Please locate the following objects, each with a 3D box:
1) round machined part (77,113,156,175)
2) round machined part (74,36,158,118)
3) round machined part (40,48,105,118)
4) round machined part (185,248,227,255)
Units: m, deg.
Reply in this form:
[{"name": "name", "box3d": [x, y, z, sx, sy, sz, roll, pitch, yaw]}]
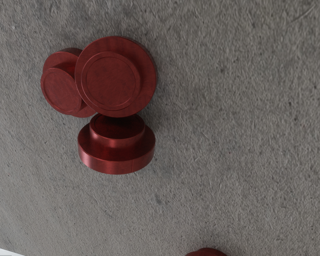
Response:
[{"name": "round machined part", "box3d": [-0.054, 0.011, 0.395, 0.098, 0.098, 0.042, 19, 126, 17]}, {"name": "round machined part", "box3d": [-0.054, -0.058, 0.367, 0.099, 0.042, 0.097, 2, 109, 5]}, {"name": "round machined part", "box3d": [-0.123, -0.057, 0.426, 0.098, 0.042, 0.097, 13, 124, 21]}, {"name": "round machined part", "box3d": [0.082, 0.232, 0.496, 0.098, 0.042, 0.097, 13, 124, 21]}]
